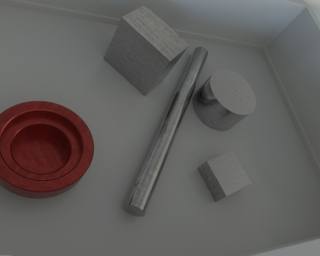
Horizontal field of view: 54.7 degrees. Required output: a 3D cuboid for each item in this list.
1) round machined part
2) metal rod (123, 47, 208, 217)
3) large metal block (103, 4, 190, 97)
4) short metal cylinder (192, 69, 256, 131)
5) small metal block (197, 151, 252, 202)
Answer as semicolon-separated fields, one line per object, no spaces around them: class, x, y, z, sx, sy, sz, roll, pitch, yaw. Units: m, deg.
round machined part;-0.121;0.024;0.315;0.099;0.042;0.098;14;56;-21
metal rod;0.020;-0.018;0.429;0.025;0.025;0.301;31;51;-9
large metal block;-0.021;-0.104;0.424;0.080;0.080;0.050;43;51;0
short metal cylinder;0.097;-0.042;0.469;0.081;0.050;0.080;14;56;-21
small metal block;0.086;0.064;0.415;0.050;0.025;0.050;-16;70;-35
